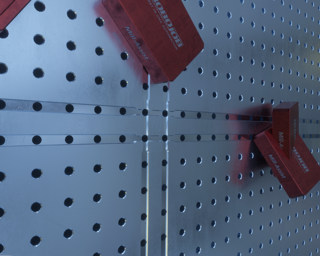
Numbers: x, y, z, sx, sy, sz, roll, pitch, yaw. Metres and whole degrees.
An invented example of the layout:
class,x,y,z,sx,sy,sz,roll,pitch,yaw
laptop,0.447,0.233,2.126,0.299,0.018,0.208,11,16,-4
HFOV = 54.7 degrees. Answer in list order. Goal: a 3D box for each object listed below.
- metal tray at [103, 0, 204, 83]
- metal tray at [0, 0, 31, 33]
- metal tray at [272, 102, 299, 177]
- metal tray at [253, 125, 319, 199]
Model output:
class,x,y,z,sx,sy,sz,roll,pitch,yaw
metal tray,-0.003,-0.135,0.405,0.090,0.030,0.130,-50,120,-28
metal tray,-0.148,-0.160,0.281,0.090,0.030,0.130,43,64,-32
metal tray,0.240,0.020,0.588,0.091,0.030,0.129,-22,110,-55
metal tray,0.241,0.053,0.578,0.091,0.030,0.130,-25,81,-38
